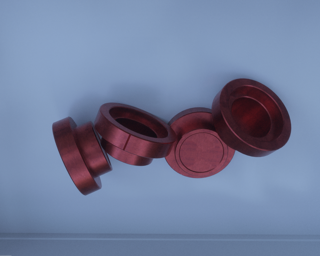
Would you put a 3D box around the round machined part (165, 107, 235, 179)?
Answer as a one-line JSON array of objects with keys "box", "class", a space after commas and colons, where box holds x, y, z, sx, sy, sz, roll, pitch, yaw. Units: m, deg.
[{"box": [0.053, 0.025, 0.412, 0.099, 0.042, 0.097, 0, 110, -1], "class": "round machined part"}]

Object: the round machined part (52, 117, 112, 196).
[{"box": [-0.091, 0.030, 0.384, 0.042, 0.098, 0.097, -24, 109, -8], "class": "round machined part"}]

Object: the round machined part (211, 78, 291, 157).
[{"box": [0.107, -0.009, 0.381, 0.098, 0.098, 0.042, 24, 147, -9], "class": "round machined part"}]

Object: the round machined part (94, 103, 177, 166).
[{"box": [-0.033, 0.010, 0.376, 0.099, 0.098, 0.042, 22, 109, -8], "class": "round machined part"}]
